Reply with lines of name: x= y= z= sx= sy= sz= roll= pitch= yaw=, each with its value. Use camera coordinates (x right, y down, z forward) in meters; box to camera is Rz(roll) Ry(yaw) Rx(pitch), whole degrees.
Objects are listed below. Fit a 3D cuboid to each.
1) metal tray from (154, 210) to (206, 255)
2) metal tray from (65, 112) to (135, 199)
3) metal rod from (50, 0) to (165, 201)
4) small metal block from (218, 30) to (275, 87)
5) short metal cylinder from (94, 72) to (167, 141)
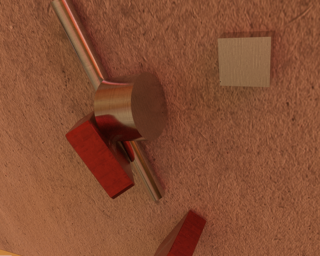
metal tray: x=0.017 y=0.195 z=0.475 sx=0.030 sy=0.090 sz=0.129 roll=34 pitch=129 yaw=6
metal tray: x=-0.074 y=0.027 z=0.399 sx=0.030 sy=0.130 sz=0.090 roll=-34 pitch=102 yaw=-2
metal rod: x=-0.062 y=-0.026 z=0.421 sx=0.025 sy=0.025 sz=0.299 roll=-12 pitch=113 yaw=33
small metal block: x=0.088 y=-0.070 z=0.316 sx=0.050 sy=0.025 sz=0.050 roll=5 pitch=121 yaw=25
short metal cylinder: x=-0.033 y=-0.024 z=0.372 sx=0.050 sy=0.080 sz=0.080 roll=-3 pitch=117 yaw=29
